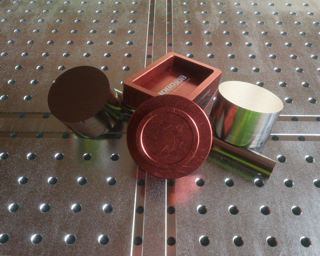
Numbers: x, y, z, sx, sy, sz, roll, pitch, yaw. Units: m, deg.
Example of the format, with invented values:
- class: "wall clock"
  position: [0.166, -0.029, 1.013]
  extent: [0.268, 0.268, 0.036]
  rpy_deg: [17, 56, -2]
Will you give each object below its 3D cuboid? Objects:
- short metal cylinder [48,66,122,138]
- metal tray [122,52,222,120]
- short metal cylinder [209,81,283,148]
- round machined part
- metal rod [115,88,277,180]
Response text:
- class: "short metal cylinder"
  position: [-0.096, -0.033, 0.403]
  extent: [0.080, 0.050, 0.080]
  rpy_deg: [-4, 66, 9]
- class: "metal tray"
  position: [0.020, -0.060, 0.436]
  extent: [0.090, 0.030, 0.131]
  rpy_deg: [26, 41, 20]
- class: "short metal cylinder"
  position: [0.106, -0.019, 0.392]
  extent: [0.081, 0.050, 0.080]
  rpy_deg: [9, 33, -6]
- class: "round machined part"
  position: [0.010, 0.010, 0.353]
  extent: [0.099, 0.042, 0.097]
  rpy_deg: [0, 92, 5]
- class: "metal rod"
  position: [0.005, -0.010, 0.416]
  extent: [0.301, 0.025, 0.025]
  rpy_deg: [25, 55, 20]
